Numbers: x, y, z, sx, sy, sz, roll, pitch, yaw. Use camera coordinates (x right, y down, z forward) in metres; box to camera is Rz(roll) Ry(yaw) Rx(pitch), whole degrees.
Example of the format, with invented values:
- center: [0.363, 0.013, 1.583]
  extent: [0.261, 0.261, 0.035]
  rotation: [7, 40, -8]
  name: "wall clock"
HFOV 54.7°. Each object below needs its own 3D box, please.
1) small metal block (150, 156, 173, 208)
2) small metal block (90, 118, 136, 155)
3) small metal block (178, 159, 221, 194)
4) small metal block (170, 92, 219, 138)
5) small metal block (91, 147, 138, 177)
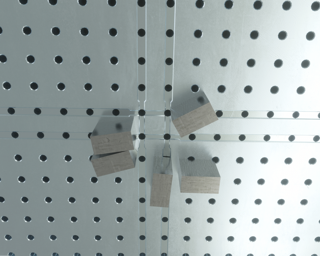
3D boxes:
- center: [0.001, 0.073, 0.427]
  extent: [0.025, 0.050, 0.050]
  rotation: [5, 110, -2]
  name: "small metal block"
- center: [-0.059, 0.010, 0.403]
  extent: [0.050, 0.050, 0.025]
  rotation: [-8, 110, 2]
  name: "small metal block"
- center: [0.052, 0.065, 0.425]
  extent: [0.050, 0.050, 0.025]
  rotation: [2, 110, -1]
  name: "small metal block"
- center: [0.042, -0.018, 0.394]
  extent: [0.050, 0.050, 0.025]
  rotation: [-27, 108, 9]
  name: "small metal block"
- center: [-0.059, 0.037, 0.413]
  extent: [0.050, 0.050, 0.025]
  rotation: [-15, 110, 5]
  name: "small metal block"
